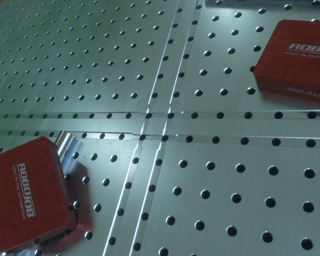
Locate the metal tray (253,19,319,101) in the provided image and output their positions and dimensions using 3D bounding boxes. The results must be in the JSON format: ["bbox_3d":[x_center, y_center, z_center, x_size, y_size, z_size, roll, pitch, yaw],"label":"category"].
[{"bbox_3d":[0.187,-0.076,0.354,0.130,0.030,0.090,19,71,35],"label":"metal tray"}]

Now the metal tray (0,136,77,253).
[{"bbox_3d":[-0.174,0.086,0.412,0.090,0.030,0.130,-23,65,-2],"label":"metal tray"}]

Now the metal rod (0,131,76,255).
[{"bbox_3d":[-0.195,0.140,0.422,0.025,0.025,0.300,10,66,32],"label":"metal rod"}]
